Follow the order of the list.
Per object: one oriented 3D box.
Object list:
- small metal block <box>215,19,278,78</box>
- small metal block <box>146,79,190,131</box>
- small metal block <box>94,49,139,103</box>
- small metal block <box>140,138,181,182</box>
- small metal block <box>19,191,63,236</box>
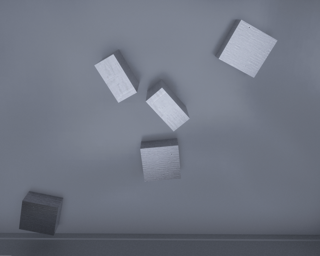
[{"bbox_3d":[0.104,-0.097,0.377,0.050,0.025,0.050,26,108,-10],"label":"small metal block"},{"bbox_3d":[0.009,-0.030,0.387,0.025,0.050,0.050,-40,106,13],"label":"small metal block"},{"bbox_3d":[-0.050,-0.064,0.374,0.025,0.050,0.050,-28,108,10],"label":"small metal block"},{"bbox_3d":[0.001,0.044,0.428,0.050,0.025,0.050,-5,110,1],"label":"small metal block"},{"bbox_3d":[-0.174,0.125,0.455,0.050,0.025,0.050,13,110,-6],"label":"small metal block"}]
